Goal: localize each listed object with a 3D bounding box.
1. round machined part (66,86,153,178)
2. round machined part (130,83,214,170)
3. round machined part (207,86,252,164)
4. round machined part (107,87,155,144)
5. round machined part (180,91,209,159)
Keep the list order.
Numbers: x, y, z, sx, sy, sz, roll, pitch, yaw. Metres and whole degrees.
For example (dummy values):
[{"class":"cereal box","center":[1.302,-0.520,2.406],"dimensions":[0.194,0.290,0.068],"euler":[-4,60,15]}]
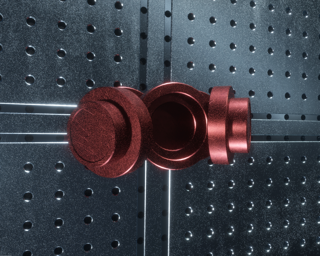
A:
[{"class":"round machined part","center":[-0.060,0.005,0.328],"dimensions":[0.042,0.098,0.097],"euler":[-9,94,-58]},{"class":"round machined part","center":[0.011,-0.002,0.363],"dimensions":[0.099,0.042,0.097],"euler":[0,90,-21]},{"class":"round machined part","center":[0.089,-0.004,0.384],"dimensions":[0.042,0.098,0.097],"euler":[0,90,20]},{"class":"round machined part","center":[-0.045,-0.003,0.387],"dimensions":[0.099,0.042,0.097],"euler":[0,90,-21]},{"class":"round machined part","center":[0.047,-0.003,0.422],"dimensions":[0.099,0.042,0.097],"euler":[0,90,-21]}]
